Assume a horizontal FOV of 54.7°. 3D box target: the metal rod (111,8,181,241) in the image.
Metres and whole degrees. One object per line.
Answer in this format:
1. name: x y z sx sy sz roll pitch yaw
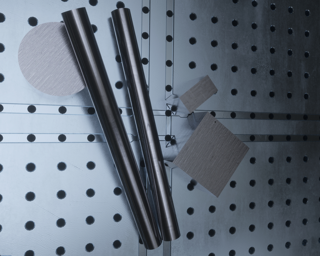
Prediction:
1. metal rod: -0.018 -0.002 0.400 0.025 0.025 0.298 -14 93 -20

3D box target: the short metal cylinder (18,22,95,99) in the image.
1. short metal cylinder: -0.117 -0.074 0.356 0.081 0.050 0.079 0 90 -20

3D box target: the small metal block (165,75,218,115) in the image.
1. small metal block: 0.041 -0.043 0.414 0.050 0.050 0.025 -40 103 -16

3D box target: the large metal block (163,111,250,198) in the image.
1. large metal block: 0.059 0.034 0.421 0.080 0.050 0.080 39 77 -16

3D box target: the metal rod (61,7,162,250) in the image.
1. metal rod: -0.048 0.017 0.360 0.025 0.025 0.298 -23 111 -19
